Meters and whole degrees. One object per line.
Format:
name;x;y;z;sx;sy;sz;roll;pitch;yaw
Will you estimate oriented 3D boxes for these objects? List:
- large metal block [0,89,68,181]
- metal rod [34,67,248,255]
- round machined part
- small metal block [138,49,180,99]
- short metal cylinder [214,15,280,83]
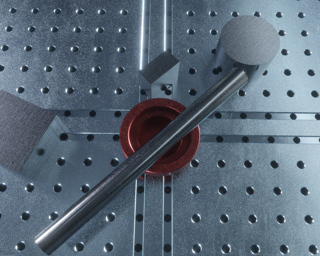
large metal block;-0.179;0.010;0.393;0.080;0.050;0.080;24;72;8
metal rod;-0.010;0.028;0.356;0.301;0.025;0.025;-40;75;-14
round machined part;0.000;0.014;0.398;0.099;0.042;0.098;0;70;-1
small metal block;-0.001;-0.071;0.425;0.050;0.050;0.025;-40;75;-13
short metal cylinder;0.121;-0.111;0.441;0.081;0.050;0.080;0;70;0
